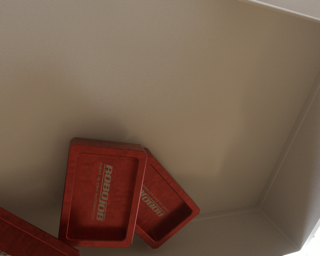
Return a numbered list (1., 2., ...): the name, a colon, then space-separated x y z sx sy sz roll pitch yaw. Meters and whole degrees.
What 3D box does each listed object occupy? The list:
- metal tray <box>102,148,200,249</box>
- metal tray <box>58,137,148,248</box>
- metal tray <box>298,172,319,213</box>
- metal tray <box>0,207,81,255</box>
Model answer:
1. metal tray: -0.014 0.103 0.442 0.090 0.030 0.130 -40 116 -2
2. metal tray: -0.072 0.082 0.383 0.091 0.030 0.129 7 102 -15
3. metal tray: 0.388 0.140 0.711 0.131 0.030 0.089 -4 121 -27
4. metal tray: -0.164 0.146 0.332 0.090 0.130 0.030 -61 -179 -28
